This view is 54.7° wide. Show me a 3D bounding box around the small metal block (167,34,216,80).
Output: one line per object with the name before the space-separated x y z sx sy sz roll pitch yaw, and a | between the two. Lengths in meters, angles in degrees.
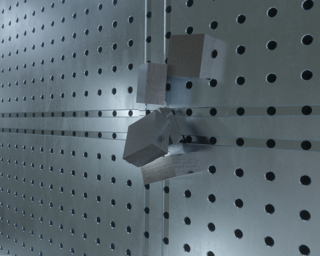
small metal block | 0.037 -0.086 0.377 0.050 0.025 0.050 11 97 39

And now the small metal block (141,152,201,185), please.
small metal block | 0.013 0.049 0.381 0.050 0.050 0.025 -22 76 37

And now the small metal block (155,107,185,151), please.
small metal block | -0.002 0.007 0.409 0.050 0.025 0.050 -32 70 35

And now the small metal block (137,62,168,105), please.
small metal block | -0.012 -0.056 0.402 0.050 0.025 0.050 -161 76 -73

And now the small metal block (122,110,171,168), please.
small metal block | -0.016 0.013 0.373 0.050 0.025 0.050 -29 40 35
